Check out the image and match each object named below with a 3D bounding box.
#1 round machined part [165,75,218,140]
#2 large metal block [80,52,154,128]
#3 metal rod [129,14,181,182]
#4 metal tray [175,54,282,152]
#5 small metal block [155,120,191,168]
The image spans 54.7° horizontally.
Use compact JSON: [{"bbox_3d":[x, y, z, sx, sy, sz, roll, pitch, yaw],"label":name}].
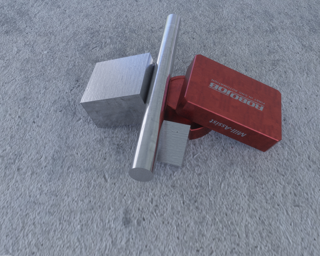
[{"bbox_3d":[0.033,-0.034,0.422,0.099,0.042,0.098,0,50,0],"label":"round machined part"},{"bbox_3d":[-0.049,-0.050,0.416,0.080,0.050,0.080,-6,48,18],"label":"large metal block"},{"bbox_3d":[0.002,-0.064,0.404,0.025,0.025,0.300,6,48,5],"label":"metal rod"},{"bbox_3d":[0.093,-0.034,0.401,0.131,0.030,0.090,23,52,-8],"label":"metal tray"},{"bbox_3d":[0.008,0.019,0.376,0.050,0.025,0.050,12,76,10],"label":"small metal block"}]
